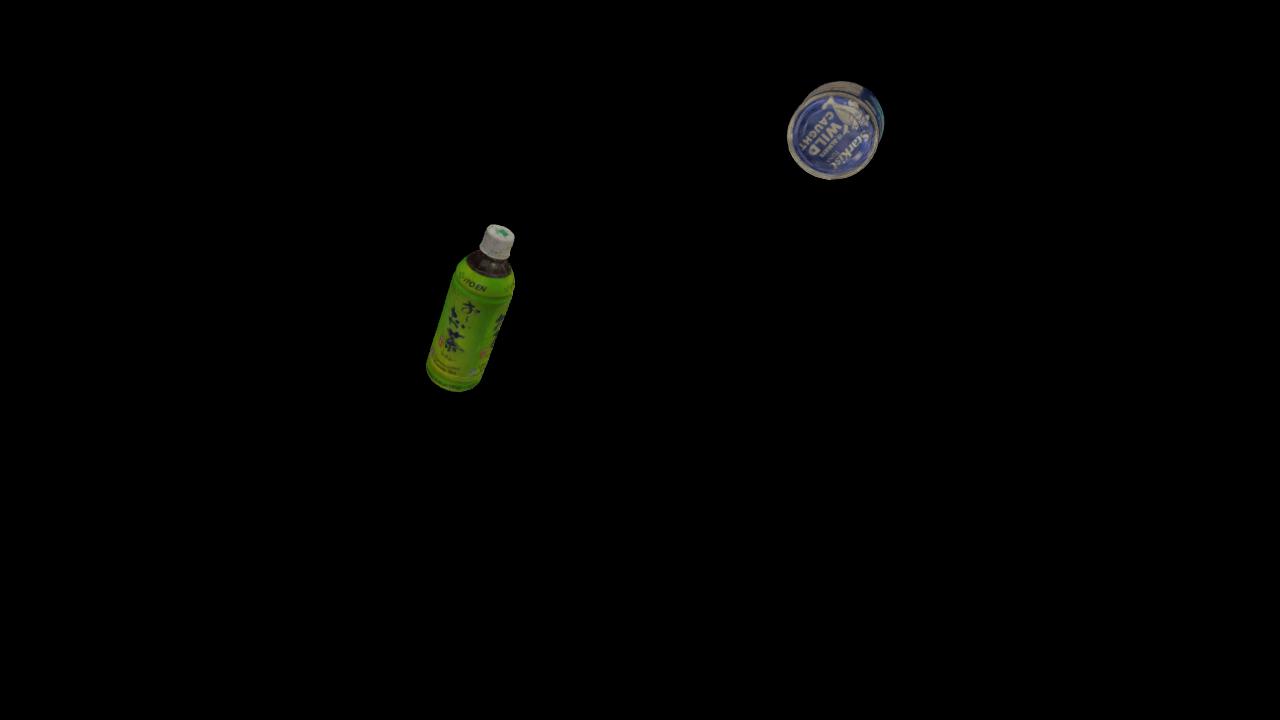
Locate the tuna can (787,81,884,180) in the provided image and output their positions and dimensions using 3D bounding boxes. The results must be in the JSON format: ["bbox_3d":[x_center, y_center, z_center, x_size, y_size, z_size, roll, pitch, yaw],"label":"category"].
[{"bbox_3d":[0.185,-0.216,0.581,0.084,0.084,0.034,0,40,36],"label":"tuna can"}]

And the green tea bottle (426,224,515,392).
[{"bbox_3d":[-0.191,-0.059,0.707,0.073,0.212,0.073,18,34,-13],"label":"green tea bottle"}]
